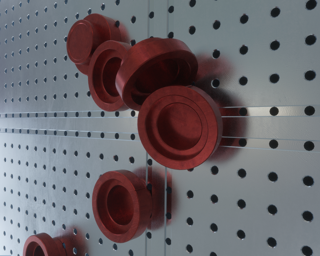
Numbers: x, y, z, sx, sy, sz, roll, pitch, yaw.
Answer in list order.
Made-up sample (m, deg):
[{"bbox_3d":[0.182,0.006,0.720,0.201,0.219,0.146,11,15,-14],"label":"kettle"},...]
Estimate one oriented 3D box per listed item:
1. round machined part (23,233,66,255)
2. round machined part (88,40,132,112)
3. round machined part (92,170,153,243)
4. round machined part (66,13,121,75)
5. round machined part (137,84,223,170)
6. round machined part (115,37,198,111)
[{"bbox_3d":[-0.210,0.243,0.574,0.098,0.042,0.097,0,90,40],"label":"round machined part"},{"bbox_3d":[-0.057,-0.073,0.443,0.098,0.042,0.097,5,97,42],"label":"round machined part"},{"bbox_3d":[-0.049,0.108,0.440,0.098,0.042,0.097,0,90,40],"label":"round machined part"},{"bbox_3d":[-0.111,-0.132,0.492,0.098,0.042,0.097,0,90,40],"label":"round machined part"},{"bbox_3d":[0.026,-0.004,0.366,0.098,0.042,0.097,6,104,25],"label":"round machined part"},{"bbox_3d":[-0.008,-0.068,0.369,0.098,0.099,0.042,-47,58,30],"label":"round machined part"}]
